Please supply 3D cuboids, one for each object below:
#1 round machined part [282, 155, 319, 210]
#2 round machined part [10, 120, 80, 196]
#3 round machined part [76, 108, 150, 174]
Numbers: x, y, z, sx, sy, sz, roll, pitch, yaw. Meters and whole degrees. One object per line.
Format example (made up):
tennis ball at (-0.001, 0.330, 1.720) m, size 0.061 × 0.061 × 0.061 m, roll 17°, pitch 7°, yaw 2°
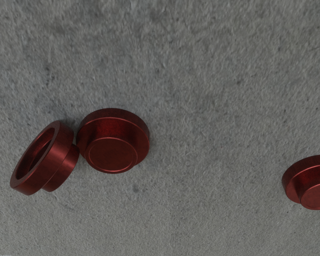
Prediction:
round machined part at (0.244, 0.090, 0.476) m, size 0.099 × 0.042 × 0.097 m, roll -1°, pitch 130°, yaw 0°
round machined part at (-0.140, 0.042, 0.393) m, size 0.098 × 0.098 × 0.042 m, roll -35°, pitch 122°, yaw 26°
round machined part at (-0.063, 0.024, 0.416) m, size 0.099 × 0.042 × 0.097 m, roll -1°, pitch 130°, yaw 0°
